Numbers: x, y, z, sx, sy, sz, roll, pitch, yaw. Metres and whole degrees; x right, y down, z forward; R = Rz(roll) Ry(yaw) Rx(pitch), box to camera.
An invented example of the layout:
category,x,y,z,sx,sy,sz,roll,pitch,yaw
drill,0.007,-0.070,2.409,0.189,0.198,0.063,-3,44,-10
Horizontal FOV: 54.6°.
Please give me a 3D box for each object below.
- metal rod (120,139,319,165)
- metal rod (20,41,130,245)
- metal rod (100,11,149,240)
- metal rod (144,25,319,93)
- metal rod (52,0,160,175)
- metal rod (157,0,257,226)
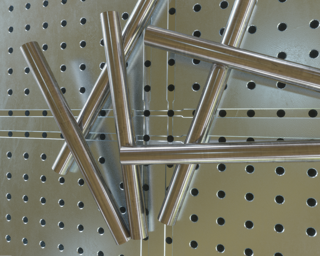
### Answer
category,x,y,z,sx,sy,sz,roll,pitch,yaw
metal rod,0.100,0.028,0.358,0.301,0.025,0.025,-3,89,13
metal rod,-0.115,0.021,0.429,0.025,0.025,0.299,-26,91,18
metal rod,-0.047,0.000,0.413,0.025,0.025,0.298,-6,94,20
metal rod,0.126,-0.067,0.348,0.301,0.025,0.025,18,96,11
metal rod,-0.077,-0.064,0.440,0.025,0.025,0.299,33,101,17
metal rod,0.057,-0.018,0.392,0.025,0.025,0.298,21,97,19
